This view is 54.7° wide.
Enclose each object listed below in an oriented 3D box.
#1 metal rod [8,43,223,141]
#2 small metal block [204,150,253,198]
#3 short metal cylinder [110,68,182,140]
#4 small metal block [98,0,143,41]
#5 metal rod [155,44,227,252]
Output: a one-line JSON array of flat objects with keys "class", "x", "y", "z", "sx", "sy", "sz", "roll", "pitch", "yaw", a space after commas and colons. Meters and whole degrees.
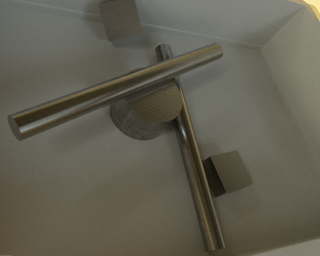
[{"class": "metal rod", "x": -0.023, "y": -0.057, "z": 0.365, "sx": 0.302, "sy": 0.025, "sz": 0.025, "roll": -28, "pitch": 78, "yaw": -37}, {"class": "small metal block", "x": 0.090, "y": 0.061, "z": 0.419, "sx": 0.050, "sy": 0.025, "sz": 0.050, "roll": -8, "pitch": 66, "yaw": -32}, {"class": "short metal cylinder", "x": -0.019, "y": -0.031, "z": 0.400, "sx": 0.081, "sy": 0.050, "sz": 0.080, "roll": 14, "pitch": 56, "yaw": -21}, {"class": "small metal block", "x": -0.055, "y": -0.156, "z": 0.442, "sx": 0.050, "sy": 0.050, "sz": 0.025, "roll": -14, "pitch": 22, "yaw": 0}, {"class": "metal rod", "x": 0.035, "y": 0.009, "z": 0.420, "sx": 0.025, "sy": 0.025, "sz": 0.299, "roll": 2, "pitch": 61, "yaw": -28}]
